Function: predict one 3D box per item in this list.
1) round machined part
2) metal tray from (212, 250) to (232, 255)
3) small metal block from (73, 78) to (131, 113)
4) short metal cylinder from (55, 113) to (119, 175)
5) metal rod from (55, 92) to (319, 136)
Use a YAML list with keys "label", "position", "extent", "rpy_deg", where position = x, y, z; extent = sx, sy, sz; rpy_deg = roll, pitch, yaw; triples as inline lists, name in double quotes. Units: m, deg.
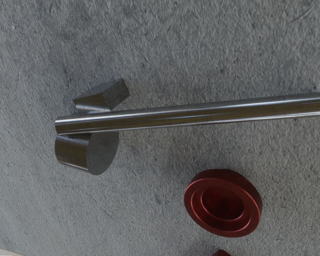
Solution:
- label: "round machined part"
  position: [0.085, 0.093, 0.409]
  extent: [0.098, 0.042, 0.097]
  rpy_deg: [13, 124, 21]
- label: "metal tray"
  position: [0.101, 0.265, 0.514]
  extent: [0.090, 0.030, 0.129]
  rpy_deg: [35, 129, 5]
- label: "small metal block"
  position: [-0.076, -0.040, 0.406]
  extent: [0.050, 0.050, 0.025]
  rpy_deg: [-9, 114, 32]
- label: "short metal cylinder"
  position: [-0.101, 0.022, 0.438]
  extent: [0.050, 0.080, 0.079]
  rpy_deg: [13, 124, 21]
- label: "metal rod"
  position: [0.017, -0.013, 0.352]
  extent: [0.301, 0.025, 0.025]
  rpy_deg: [-4, 117, 17]
